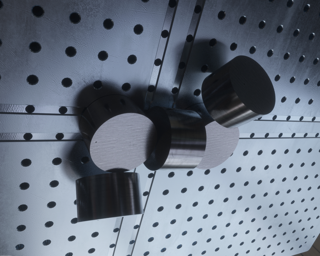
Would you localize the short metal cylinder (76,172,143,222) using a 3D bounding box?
[{"bbox_3d":[-0.063,0.088,0.389,0.081,0.050,0.080,-7,164,-2],"label":"short metal cylinder"}]

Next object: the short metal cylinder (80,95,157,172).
[{"bbox_3d":[-0.050,0.007,0.372,0.081,0.050,0.079,-14,125,-21],"label":"short metal cylinder"}]

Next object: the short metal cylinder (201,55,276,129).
[{"bbox_3d":[0.100,-0.045,0.396,0.081,0.080,0.050,9,156,-33],"label":"short metal cylinder"}]

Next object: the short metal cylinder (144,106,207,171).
[{"bbox_3d":[0.014,0.014,0.393,0.050,0.080,0.079,5,116,-31],"label":"short metal cylinder"}]

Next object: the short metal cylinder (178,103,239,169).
[{"bbox_3d":[0.064,0.011,0.438,0.081,0.050,0.079,-14,125,-21],"label":"short metal cylinder"}]
